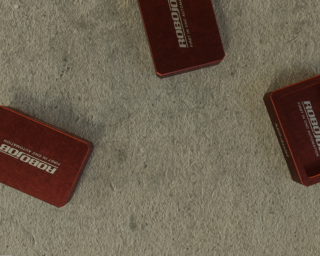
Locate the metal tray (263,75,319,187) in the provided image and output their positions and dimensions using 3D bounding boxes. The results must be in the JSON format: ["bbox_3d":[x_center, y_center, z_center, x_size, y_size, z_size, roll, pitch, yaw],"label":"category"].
[{"bbox_3d":[0.203,0.001,0.408,0.090,0.030,0.129,-20,90,0],"label":"metal tray"}]

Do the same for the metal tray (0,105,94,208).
[{"bbox_3d":[-0.165,0.036,0.406,0.131,0.030,0.090,24,90,0],"label":"metal tray"}]

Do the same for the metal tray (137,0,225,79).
[{"bbox_3d":[0.024,-0.139,0.407,0.091,0.030,0.129,-14,90,0],"label":"metal tray"}]
